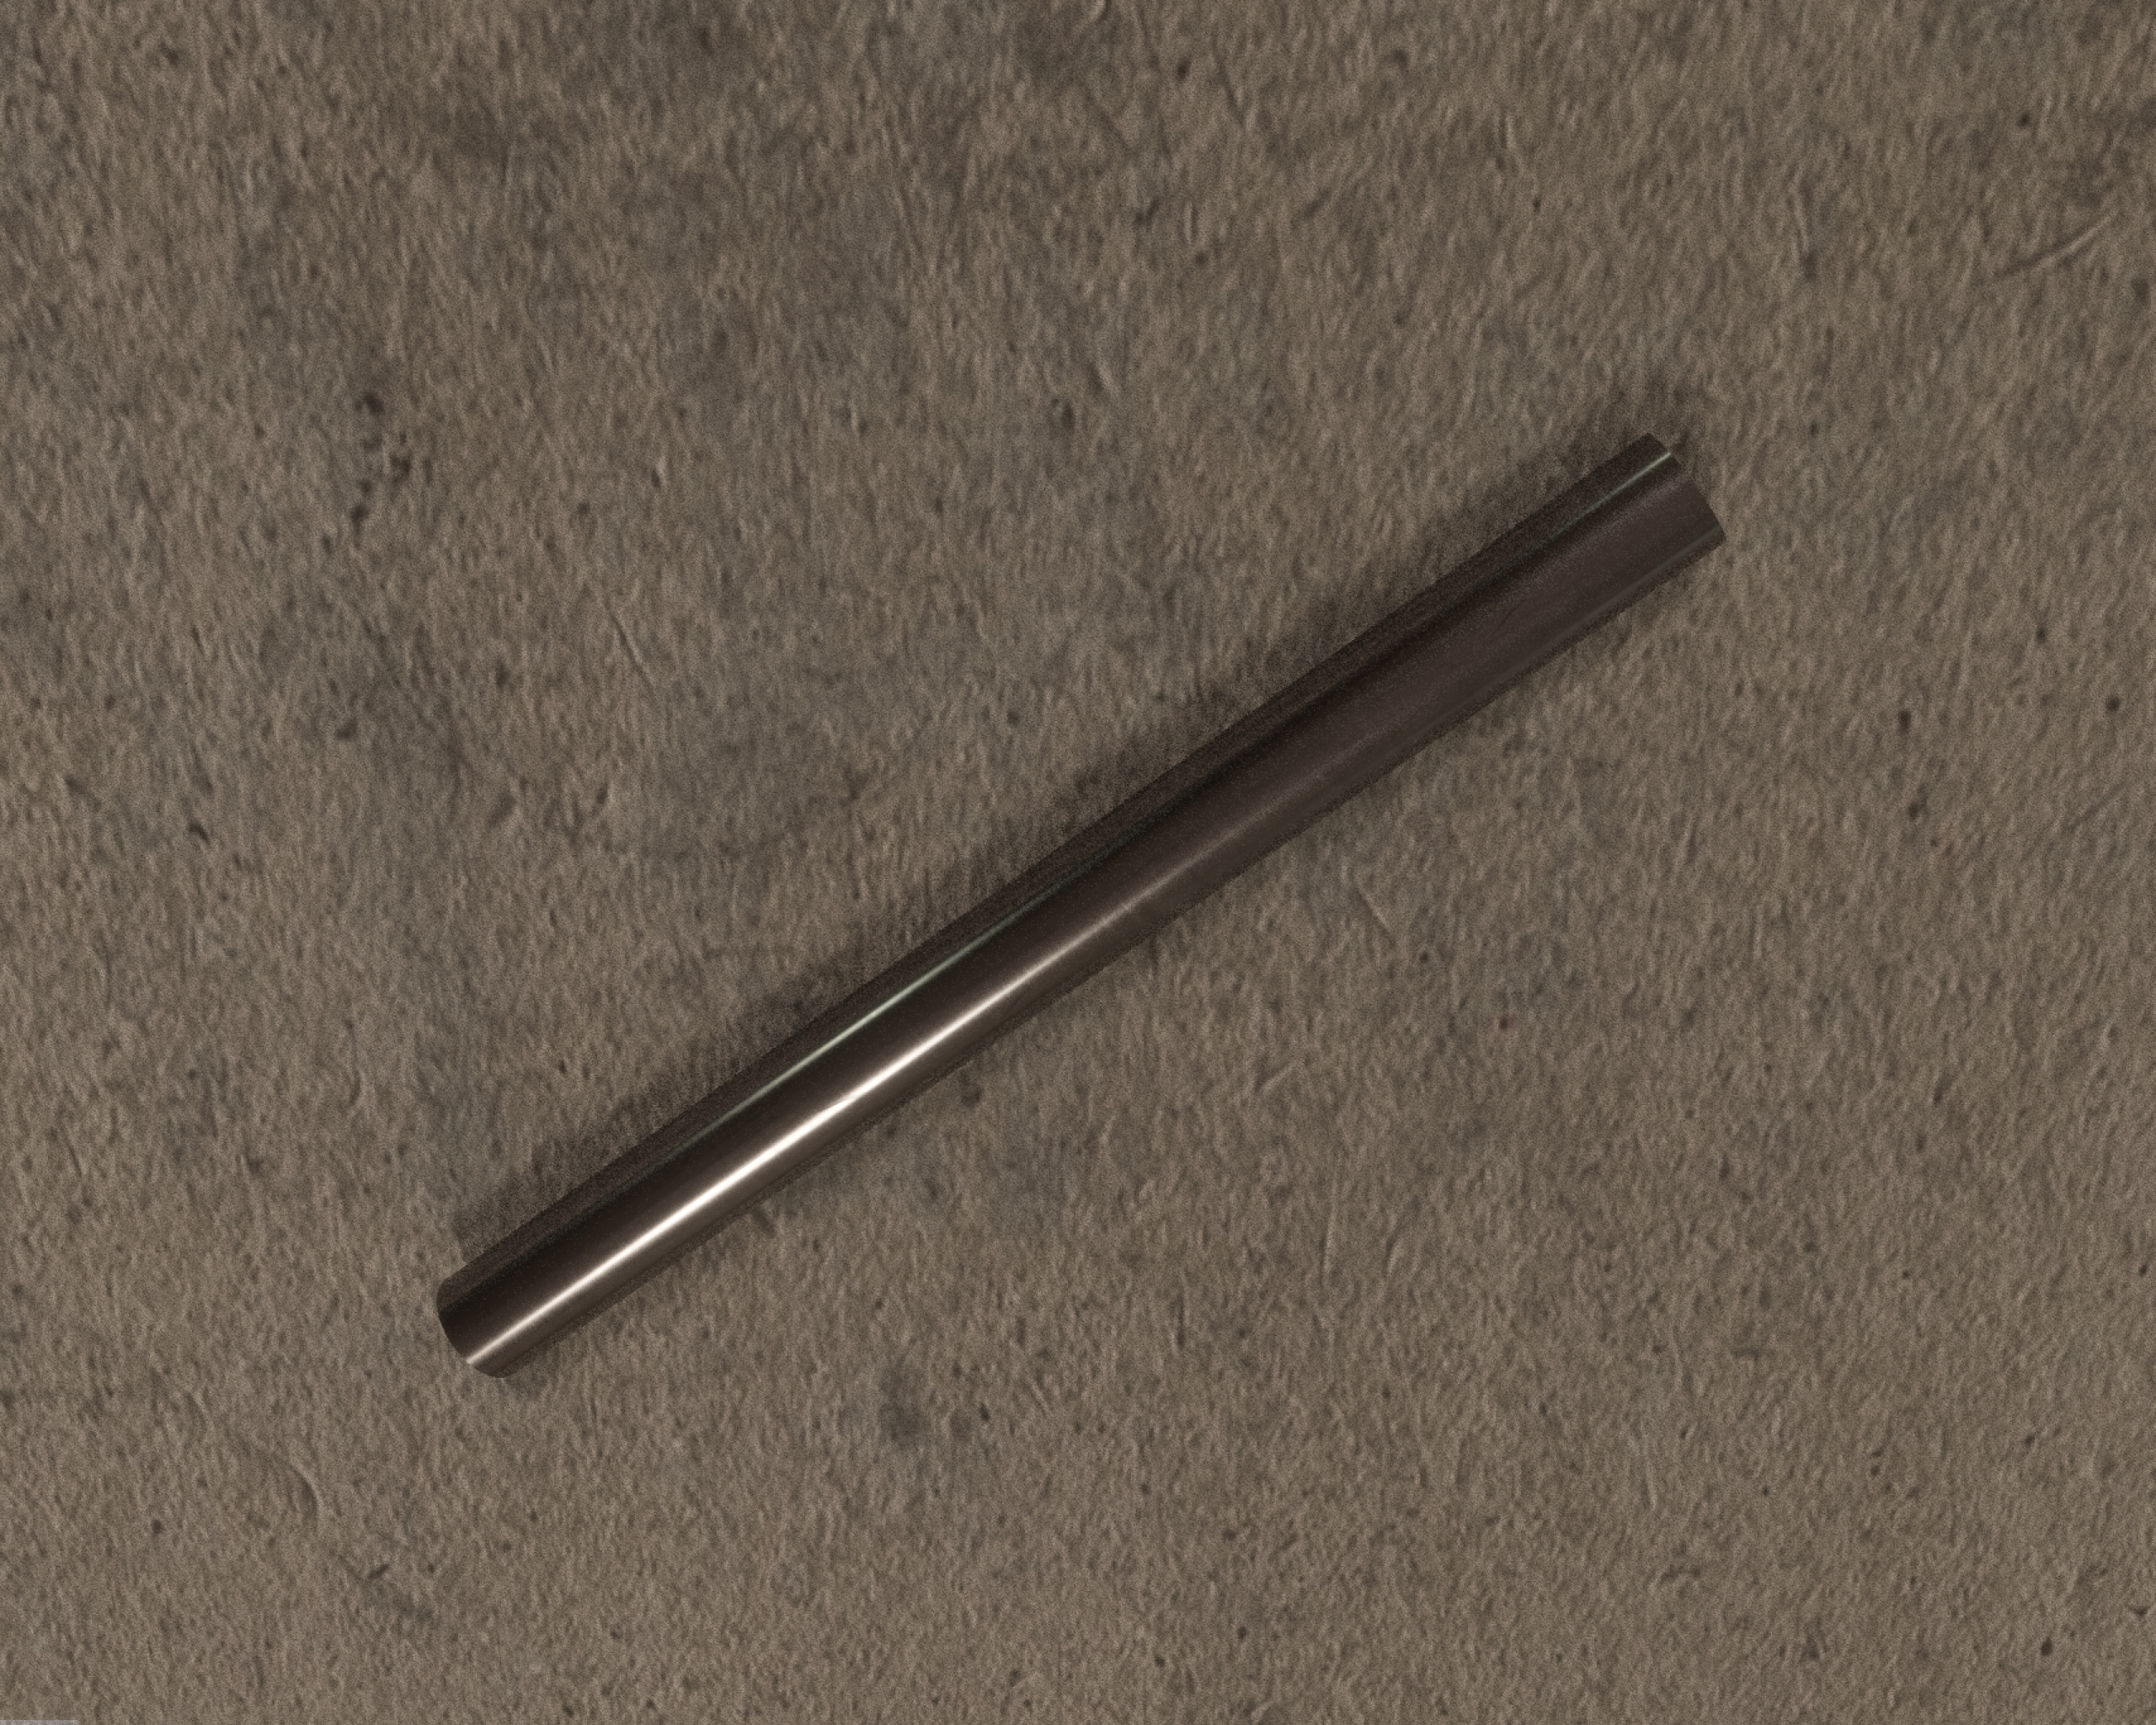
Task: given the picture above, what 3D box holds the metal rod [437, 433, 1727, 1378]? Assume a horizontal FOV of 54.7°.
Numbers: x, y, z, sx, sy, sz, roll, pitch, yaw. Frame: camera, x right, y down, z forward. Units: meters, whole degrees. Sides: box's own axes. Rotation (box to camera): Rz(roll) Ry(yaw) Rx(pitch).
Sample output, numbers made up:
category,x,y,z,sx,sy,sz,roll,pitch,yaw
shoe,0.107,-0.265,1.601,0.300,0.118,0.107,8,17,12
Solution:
category,x,y,z,sx,sy,sz,roll,pitch,yaw
metal rod,-0.007,0.015,0.417,0.300,0.025,0.025,-35,107,11
